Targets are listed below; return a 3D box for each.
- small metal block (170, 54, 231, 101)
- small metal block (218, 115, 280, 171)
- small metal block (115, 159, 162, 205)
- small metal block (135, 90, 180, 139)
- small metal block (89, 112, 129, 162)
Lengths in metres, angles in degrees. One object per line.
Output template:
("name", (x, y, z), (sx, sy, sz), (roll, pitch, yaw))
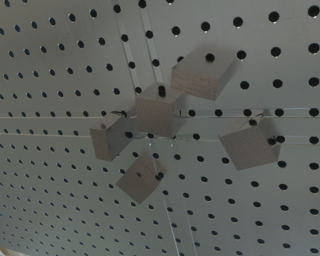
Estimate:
("small metal block", (0.045, -0.056, 0.337), (0.050, 0.050, 0.025), (17, 125, 19))
("small metal block", (0.106, 0.019, 0.367), (0.050, 0.025, 0.050), (-21, 107, 36))
("small metal block", (-0.034, 0.084, 0.482), (0.050, 0.025, 0.050), (40, 129, 1))
("small metal block", (-0.002, -0.018, 0.402), (0.050, 0.025, 0.050), (12, 124, 21))
("small metal block", (-0.070, 0.012, 0.440), (0.025, 0.050, 0.050), (8, 122, 24))
